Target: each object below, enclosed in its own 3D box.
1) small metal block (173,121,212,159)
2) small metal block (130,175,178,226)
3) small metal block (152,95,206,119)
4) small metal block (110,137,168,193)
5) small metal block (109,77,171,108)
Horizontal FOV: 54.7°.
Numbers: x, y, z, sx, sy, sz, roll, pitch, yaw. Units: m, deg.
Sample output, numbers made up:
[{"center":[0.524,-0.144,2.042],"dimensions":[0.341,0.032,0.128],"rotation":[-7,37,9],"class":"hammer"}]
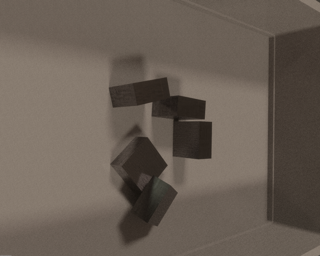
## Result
[{"center":[0.044,0.016,0.430],"dimensions":[0.025,0.050,0.050],"rotation":[2,89,-40],"class":"small metal block"},{"center":[-0.006,0.091,0.383],"dimensions":[0.050,0.025,0.050],"rotation":[-57,157,-12],"class":"small metal block"},{"center":[0.025,-0.026,0.413],"dimensions":[0.050,0.050,0.025],"rotation":[6,87,-40],"class":"small metal block"},{"center":[-0.025,0.046,0.388],"dimensions":[0.050,0.025,0.050],"rotation":[-49,119,-29],"class":"small metal block"},{"center":[-0.025,-0.042,0.371],"dimensions":[0.050,0.050,0.025],"rotation":[-17,101,-39],"class":"small metal block"}]
